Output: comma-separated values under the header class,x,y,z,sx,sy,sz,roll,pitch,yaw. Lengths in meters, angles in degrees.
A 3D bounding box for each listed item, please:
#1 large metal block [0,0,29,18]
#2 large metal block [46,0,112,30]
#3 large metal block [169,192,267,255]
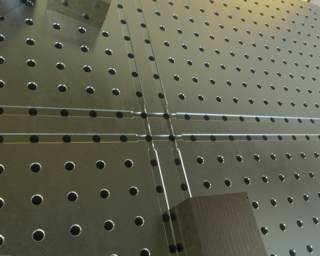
class,x,y,z,sx,sy,sz,roll,pitch,yaw
large metal block,-0.215,-0.199,0.398,0.080,0.050,0.080,34,51,-6
large metal block,-0.112,-0.204,0.456,0.080,0.050,0.080,17,55,-18
large metal block,0.065,0.122,0.352,0.081,0.050,0.080,1,61,-28
